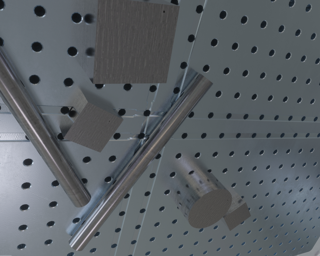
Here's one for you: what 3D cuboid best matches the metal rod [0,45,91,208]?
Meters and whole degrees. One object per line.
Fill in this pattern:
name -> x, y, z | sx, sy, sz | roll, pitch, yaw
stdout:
metal rod -> -0.140, -0.017, 0.323 | 0.025, 0.025, 0.299 | -27, 128, -12

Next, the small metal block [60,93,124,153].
small metal block -> -0.080, -0.005, 0.364 | 0.050, 0.025, 0.050 | 28, 103, -38

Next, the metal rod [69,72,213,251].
metal rod -> -0.031, 0.052, 0.426 | 0.025, 0.025, 0.299 | 31, 101, -38

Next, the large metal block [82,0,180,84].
large metal block -> -0.033, -0.092, 0.320 | 0.081, 0.050, 0.079 | -5, 121, -26

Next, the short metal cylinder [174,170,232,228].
short metal cylinder -> 0.069, 0.116, 0.505 | 0.081, 0.050, 0.079 | -14, 124, -21

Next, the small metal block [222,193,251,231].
small metal block -> 0.140, 0.160, 0.587 | 0.050, 0.025, 0.050 | -33, 129, -7
